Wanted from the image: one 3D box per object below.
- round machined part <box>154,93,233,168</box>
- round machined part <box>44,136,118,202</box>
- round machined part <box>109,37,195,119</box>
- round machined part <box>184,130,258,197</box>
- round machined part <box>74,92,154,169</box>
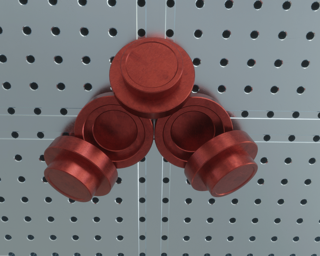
[{"bbox_3d":[0.042,0.001,0.405,0.099,0.042,0.097,0,110,-1],"label":"round machined part"},{"bbox_3d":[-0.108,0.059,0.400,0.098,0.042,0.097,16,139,15],"label":"round machined part"},{"bbox_3d":[-0.009,-0.063,0.354,0.099,0.042,0.098,0,72,-1],"label":"round machined part"},{"bbox_3d":[0.084,0.052,0.396,0.099,0.042,0.097,-20,143,-16],"label":"round machined part"},{"bbox_3d":[-0.057,0.000,0.403,0.099,0.042,0.097,0,110,-1],"label":"round machined part"}]
